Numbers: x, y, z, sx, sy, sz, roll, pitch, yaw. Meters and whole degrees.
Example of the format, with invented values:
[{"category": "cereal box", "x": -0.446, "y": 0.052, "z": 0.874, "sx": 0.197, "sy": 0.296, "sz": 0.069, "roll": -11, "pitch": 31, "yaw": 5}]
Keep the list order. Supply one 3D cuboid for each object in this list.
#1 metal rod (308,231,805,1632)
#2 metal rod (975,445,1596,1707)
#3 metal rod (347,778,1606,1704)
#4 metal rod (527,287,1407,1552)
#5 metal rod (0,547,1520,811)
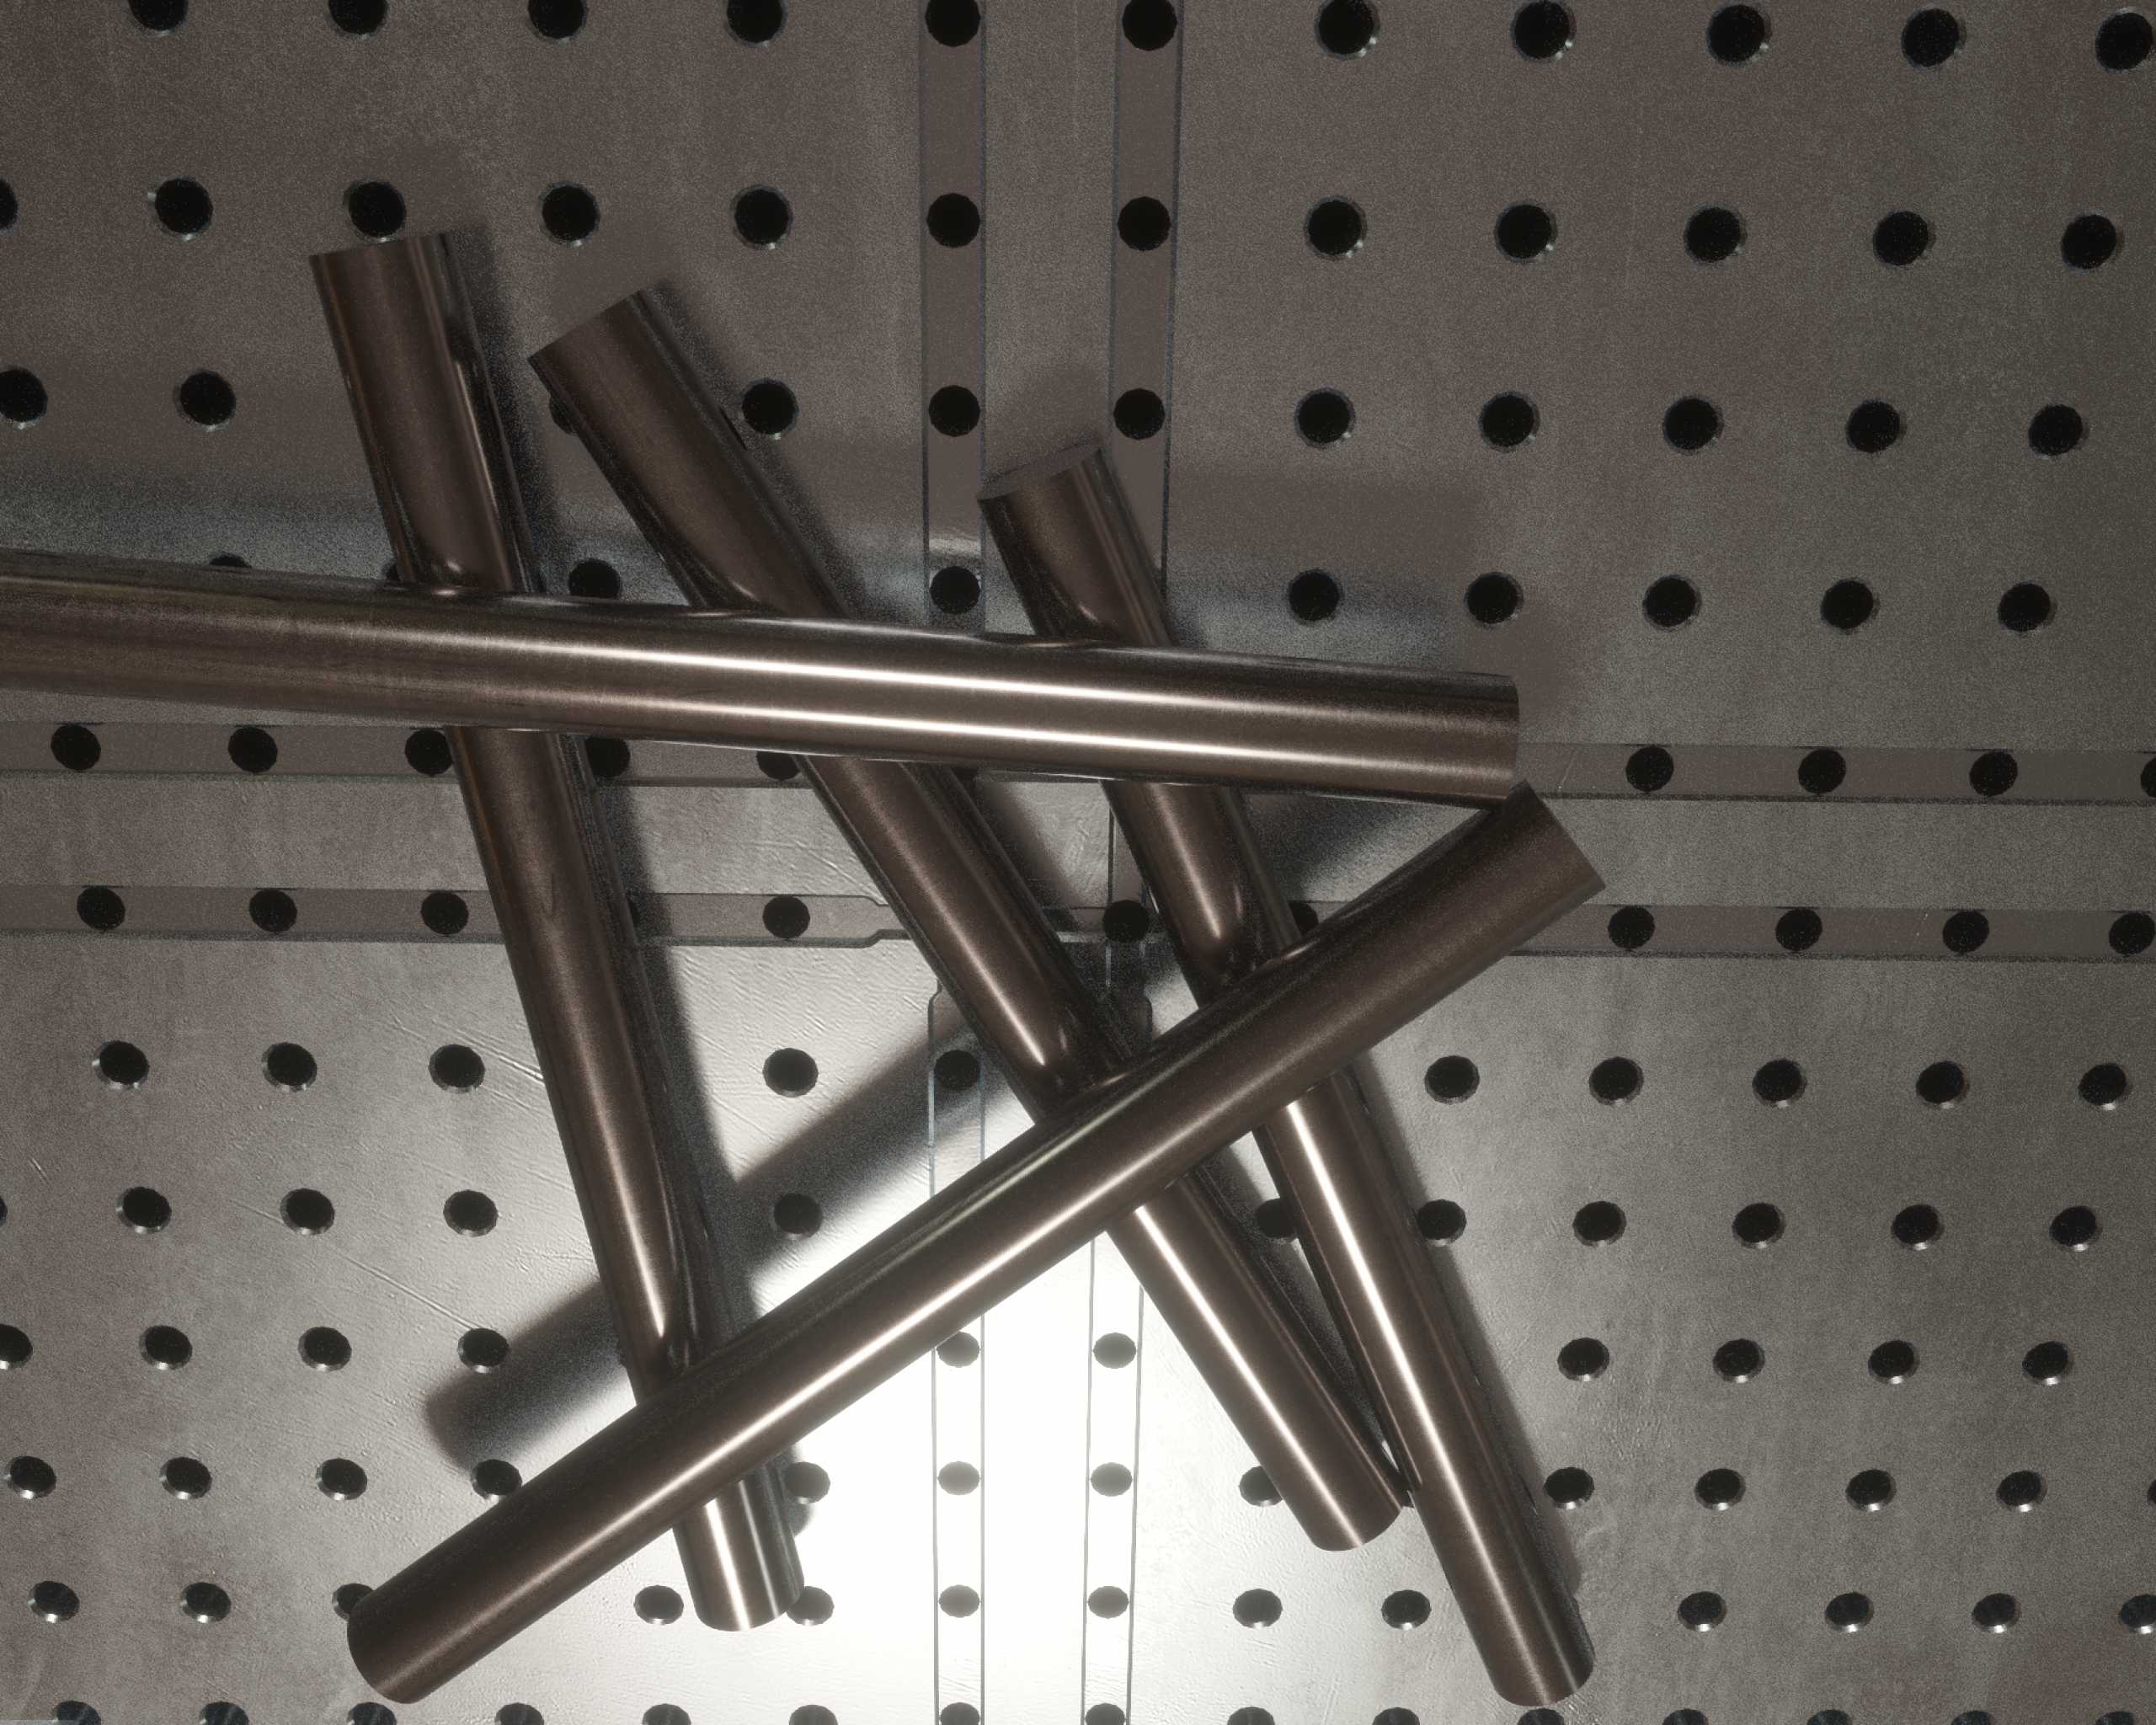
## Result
[{"category": "metal rod", "x": -0.099, "y": 0.028, "z": 0.422, "sx": 0.025, "sy": 0.025, "sz": 0.298, "roll": -9, "pitch": 110, "yaw": 3}, {"category": "metal rod", "x": 0.050, "y": 0.057, "z": 0.435, "sx": 0.025, "sy": 0.025, "sz": 0.299, "roll": -22, "pitch": 109, "yaw": 7}, {"category": "metal rod", "x": -0.028, "y": 0.081, "z": 0.416, "sx": 0.300, "sy": 0.025, "sz": 0.025, "roll": -36, "pitch": 107, "yaw": 12}, {"category": "metal rod", "x": -0.013, "y": 0.024, "z": 0.421, "sx": 0.025, "sy": 0.025, "sz": 0.299, "roll": -29, "pitch": 108, "yaw": 10}, {"category": "metal rod", "x": -0.073, "y": -0.034, "z": 0.373, "sx": 0.302, "sy": 0.025, "sz": 0.025, "roll": 5, "pitch": 110, "yaw": -3}]
